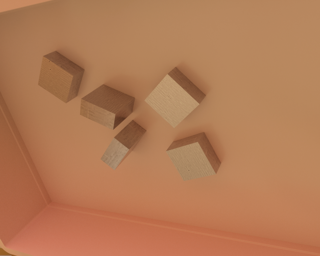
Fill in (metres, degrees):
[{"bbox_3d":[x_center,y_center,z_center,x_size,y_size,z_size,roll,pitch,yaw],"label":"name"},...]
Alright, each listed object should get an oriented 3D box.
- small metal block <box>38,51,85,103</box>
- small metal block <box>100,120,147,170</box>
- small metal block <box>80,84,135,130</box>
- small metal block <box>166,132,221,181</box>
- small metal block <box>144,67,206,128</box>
[{"bbox_3d":[-0.140,-0.071,0.436,0.050,0.025,0.050,33,129,6],"label":"small metal block"},{"bbox_3d":[-0.051,0.023,0.432,0.025,0.050,0.050,38,129,2],"label":"small metal block"},{"bbox_3d":[-0.069,-0.029,0.409,0.050,0.050,0.025,24,127,13],"label":"small metal block"},{"bbox_3d":[0.044,0.038,0.408,0.050,0.025,0.050,-20,108,35],"label":"small metal block"},{"bbox_3d":[0.018,-0.036,0.376,0.050,0.025,0.050,43,129,-2],"label":"small metal block"}]
